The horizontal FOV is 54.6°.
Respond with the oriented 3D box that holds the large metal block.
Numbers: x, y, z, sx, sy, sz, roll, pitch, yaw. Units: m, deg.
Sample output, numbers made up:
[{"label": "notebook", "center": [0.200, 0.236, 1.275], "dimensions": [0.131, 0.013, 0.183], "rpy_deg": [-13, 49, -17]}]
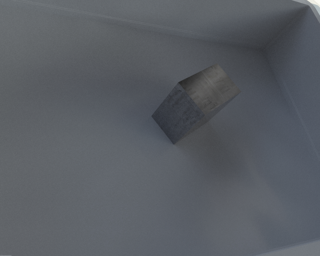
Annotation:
[{"label": "large metal block", "center": [0.047, -0.032, 0.415], "dimensions": [0.081, 0.080, 0.050], "rpy_deg": [-31, 79, -38]}]
